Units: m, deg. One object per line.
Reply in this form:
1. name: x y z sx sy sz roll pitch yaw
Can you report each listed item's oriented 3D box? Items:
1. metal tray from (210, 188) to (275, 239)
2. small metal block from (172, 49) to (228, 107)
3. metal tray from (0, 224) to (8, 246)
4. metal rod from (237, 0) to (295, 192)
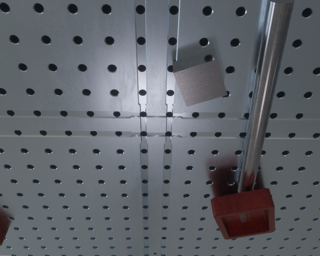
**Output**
1. metal tray: 0.141 0.147 0.515 0.090 0.030 0.130 -14 142 11
2. small metal block: 0.047 -0.058 0.363 0.050 0.025 0.050 -16 129 13
3. metal tray: -0.355 0.174 0.553 0.090 0.030 0.130 -18 128 14
4. metal rod: 0.128 -0.014 0.401 0.025 0.025 0.298 -3 130 2
